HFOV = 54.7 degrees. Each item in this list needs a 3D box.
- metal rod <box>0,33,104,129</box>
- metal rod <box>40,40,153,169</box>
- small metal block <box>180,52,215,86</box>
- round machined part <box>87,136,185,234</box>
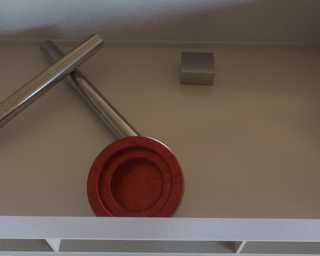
[{"bbox_3d":[-0.188,-0.034,0.410,0.025,0.025,0.301,32,63,23],"label":"metal rod"},{"bbox_3d":[-0.095,-0.044,0.440,0.025,0.025,0.300,-31,57,-24],"label":"metal rod"},{"bbox_3d":[0.058,-0.093,0.484,0.050,0.025,0.050,3,50,2],"label":"small metal block"},{"bbox_3d":[-0.023,0.061,0.328,0.098,0.042,0.098,-3,71,8],"label":"round machined part"}]
